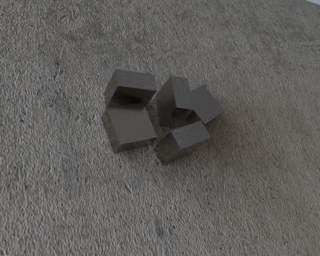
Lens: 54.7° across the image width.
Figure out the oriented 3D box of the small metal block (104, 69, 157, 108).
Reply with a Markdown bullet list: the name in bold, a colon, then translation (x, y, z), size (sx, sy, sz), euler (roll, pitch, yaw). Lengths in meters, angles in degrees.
- **small metal block**: translation (-0.039, -0.047, 0.395), size (0.050, 0.050, 0.025), euler (4, 60, -26)

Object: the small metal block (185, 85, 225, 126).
- **small metal block**: translation (0.058, -0.029, 0.453), size (0.050, 0.025, 0.050), euler (-32, 80, -38)

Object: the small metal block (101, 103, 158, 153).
- **small metal block**: translation (-0.038, -0.001, 0.383), size (0.050, 0.025, 0.050), euler (-10, 67, -33)

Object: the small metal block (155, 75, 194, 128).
- **small metal block**: translation (0.018, -0.034, 0.418), size (0.025, 0.050, 0.050), euler (6, 59, -25)

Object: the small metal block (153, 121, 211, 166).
- **small metal block**: translation (0.027, 0.019, 0.390), size (0.050, 0.050, 0.025), euler (-18, 72, -35)
